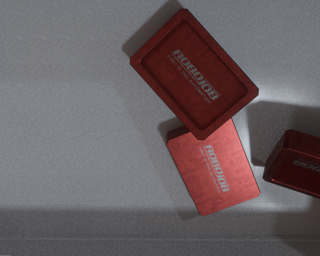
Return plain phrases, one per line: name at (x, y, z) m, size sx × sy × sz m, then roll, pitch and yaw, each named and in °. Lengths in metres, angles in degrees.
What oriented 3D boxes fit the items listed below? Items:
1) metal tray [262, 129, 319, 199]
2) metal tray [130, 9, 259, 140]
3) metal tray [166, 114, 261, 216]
metal tray at (0.208, 0.055, 0.388) m, size 0.131 × 0.030 × 0.090 m, roll 18°, pitch 147°, yaw 10°
metal tray at (0.040, -0.062, 0.368) m, size 0.090 × 0.030 × 0.130 m, roll -42°, pitch 90°, yaw 13°
metal tray at (0.074, 0.051, 0.428) m, size 0.090 × 0.030 × 0.129 m, roll -23°, pitch 109°, yaw 7°
